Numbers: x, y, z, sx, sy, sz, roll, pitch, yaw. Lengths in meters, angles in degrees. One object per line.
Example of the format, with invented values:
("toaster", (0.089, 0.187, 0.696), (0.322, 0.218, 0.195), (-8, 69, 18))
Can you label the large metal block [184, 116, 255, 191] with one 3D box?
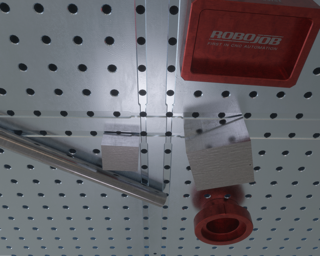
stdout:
("large metal block", (0.082, 0.036, 0.427), (0.080, 0.050, 0.080), (-11, 130, 9))

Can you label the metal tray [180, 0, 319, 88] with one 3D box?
("metal tray", (0.091, -0.092, 0.330), (0.131, 0.030, 0.089), (4, 130, -4))

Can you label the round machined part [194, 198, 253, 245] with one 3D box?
("round machined part", (0.108, 0.159, 0.538), (0.099, 0.042, 0.097), (0, 130, 0))

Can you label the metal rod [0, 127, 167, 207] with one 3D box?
("metal rod", (-0.123, 0.058, 0.459), (0.302, 0.025, 0.025), (26, 125, -21))

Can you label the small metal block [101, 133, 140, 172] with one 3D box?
("small metal block", (-0.056, 0.035, 0.441), (0.050, 0.025, 0.050), (3, 130, -3))
